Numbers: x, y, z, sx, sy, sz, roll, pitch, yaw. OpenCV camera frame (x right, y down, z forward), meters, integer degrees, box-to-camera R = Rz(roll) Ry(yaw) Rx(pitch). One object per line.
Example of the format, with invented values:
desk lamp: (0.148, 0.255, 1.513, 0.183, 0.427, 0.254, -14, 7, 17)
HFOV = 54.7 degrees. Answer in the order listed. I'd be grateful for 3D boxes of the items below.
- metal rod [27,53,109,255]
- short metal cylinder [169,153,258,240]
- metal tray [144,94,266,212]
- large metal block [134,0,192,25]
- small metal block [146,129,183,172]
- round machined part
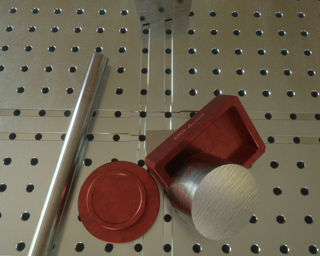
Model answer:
metal rod: (-0.116, 0.037, 0.396, 0.025, 0.025, 0.299, 11, 70, 3)
short metal cylinder: (0.056, 0.071, 0.334, 0.081, 0.050, 0.079, -4, 100, -24)
metal tray: (0.058, 0.032, 0.372, 0.130, 0.030, 0.090, -40, 112, -14)
large metal block: (-0.001, -0.215, 0.477, 0.081, 0.050, 0.080, -14, 71, -5)
small metal block: (0.008, 0.030, 0.401, 0.050, 0.025, 0.050, -2, 70, -1)
round machined part: (-0.049, 0.087, 0.370, 0.099, 0.042, 0.098, 0, 70, -1)
